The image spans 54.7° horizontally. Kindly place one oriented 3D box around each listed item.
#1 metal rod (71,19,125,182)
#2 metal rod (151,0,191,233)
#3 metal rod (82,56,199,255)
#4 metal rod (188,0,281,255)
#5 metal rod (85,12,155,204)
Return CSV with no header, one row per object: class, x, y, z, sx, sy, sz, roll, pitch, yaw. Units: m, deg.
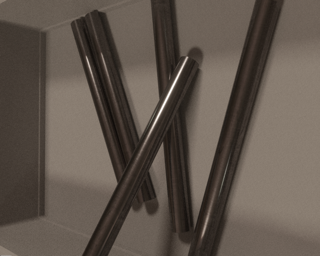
metal rod,-0.088,-0.037,0.476,0.025,0.025,0.299,-30,71,35
metal rod,0.013,-0.022,0.394,0.025,0.025,0.298,-8,85,39
metal rod,-0.028,0.052,0.350,0.025,0.025,0.299,17,76,38
metal rod,0.077,0.015,0.341,0.025,0.025,0.298,21,103,38
metal rod,-0.063,-0.039,0.456,0.025,0.025,0.299,-28,73,36
